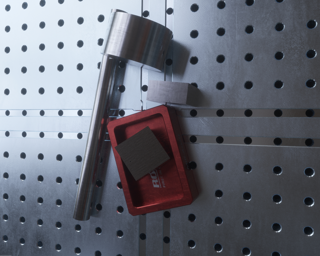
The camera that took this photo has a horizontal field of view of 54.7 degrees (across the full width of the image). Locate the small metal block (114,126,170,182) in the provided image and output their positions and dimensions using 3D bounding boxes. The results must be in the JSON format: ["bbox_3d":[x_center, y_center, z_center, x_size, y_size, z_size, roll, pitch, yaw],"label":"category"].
[{"bbox_3d":[-0.022,0.033,0.397,0.050,0.025,0.050,-33,79,-6],"label":"small metal block"}]

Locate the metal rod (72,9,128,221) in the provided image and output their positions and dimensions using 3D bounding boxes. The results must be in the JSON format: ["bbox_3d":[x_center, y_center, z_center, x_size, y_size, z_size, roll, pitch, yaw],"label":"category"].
[{"bbox_3d":[-0.085,-0.016,0.441,0.025,0.025,0.298,13,94,19],"label":"metal rod"}]

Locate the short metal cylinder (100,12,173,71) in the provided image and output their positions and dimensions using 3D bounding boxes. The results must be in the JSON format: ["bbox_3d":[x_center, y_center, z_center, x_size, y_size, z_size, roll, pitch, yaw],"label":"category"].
[{"bbox_3d":[-0.030,-0.107,0.393,0.080,0.080,0.050,18,96,18],"label":"short metal cylinder"}]

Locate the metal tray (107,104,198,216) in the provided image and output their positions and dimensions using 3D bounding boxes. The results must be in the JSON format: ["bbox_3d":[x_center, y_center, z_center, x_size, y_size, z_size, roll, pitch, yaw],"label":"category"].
[{"bbox_3d":[-0.011,0.043,0.412,0.090,0.030,0.129,-17,85,18],"label":"metal tray"}]

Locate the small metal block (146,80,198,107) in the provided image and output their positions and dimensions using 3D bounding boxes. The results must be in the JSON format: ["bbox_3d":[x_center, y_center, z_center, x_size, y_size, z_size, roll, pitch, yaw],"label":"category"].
[{"bbox_3d":[0.017,-0.043,0.393,0.050,0.050,0.025,8,92,19],"label":"small metal block"}]
